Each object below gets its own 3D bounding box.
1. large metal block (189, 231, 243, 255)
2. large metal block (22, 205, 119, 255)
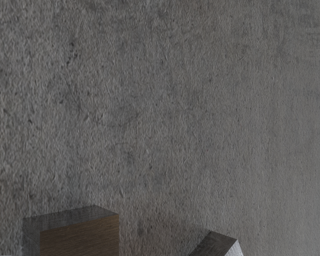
[{"bbox_3d":[0.084,0.216,0.459,0.081,0.050,0.080,-35,112,-34],"label":"large metal block"},{"bbox_3d":[-0.089,0.129,0.314,0.081,0.050,0.080,0,90,-40],"label":"large metal block"}]
